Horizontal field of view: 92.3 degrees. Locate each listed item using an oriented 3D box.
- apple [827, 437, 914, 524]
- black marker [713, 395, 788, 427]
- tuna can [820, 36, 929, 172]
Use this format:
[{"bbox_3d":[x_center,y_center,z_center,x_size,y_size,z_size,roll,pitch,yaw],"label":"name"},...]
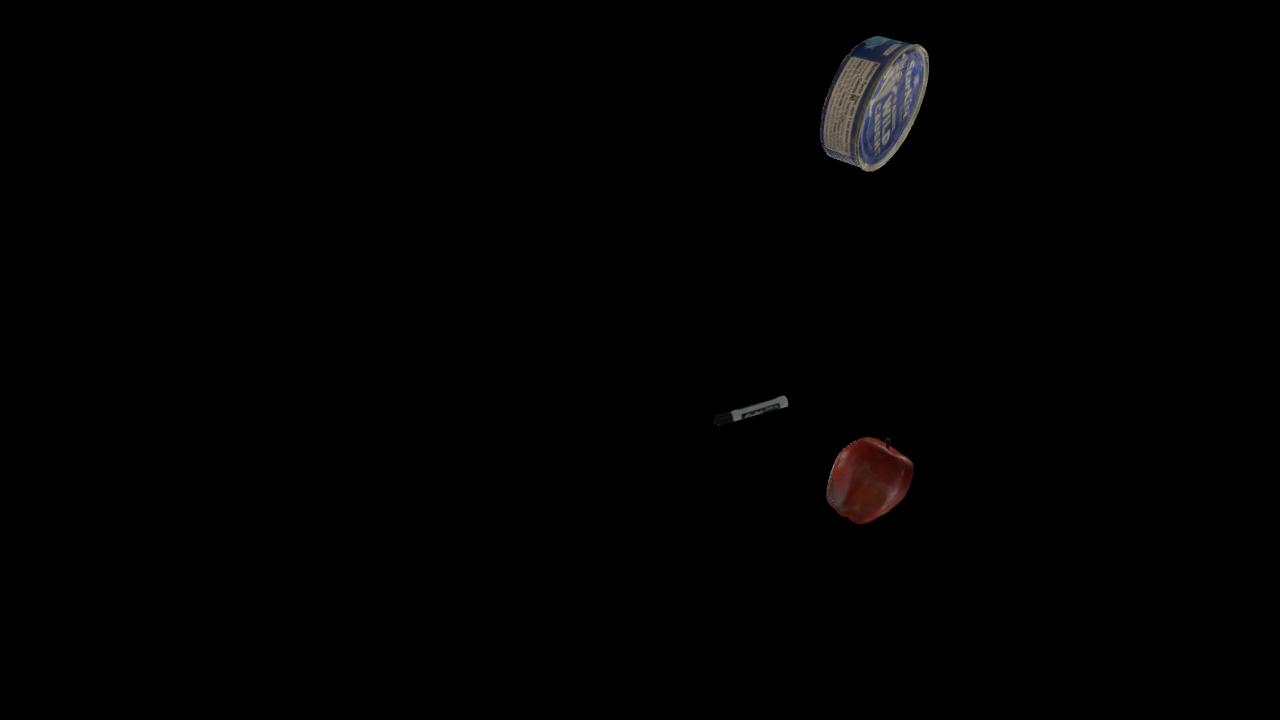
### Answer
[{"bbox_3d":[0.237,0.123,0.637,0.079,0.093,0.079,30,4,-2],"label":"apple"},{"bbox_3d":[0.169,0.078,0.942,0.121,0.020,0.020,-14,3,-12],"label":"black marker"},{"bbox_3d":[0.164,-0.179,0.432,0.034,0.084,0.084,36,21,33],"label":"tuna can"}]
